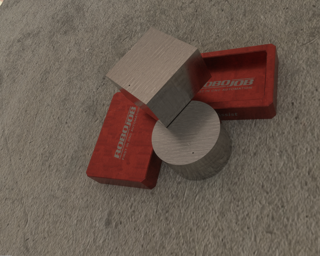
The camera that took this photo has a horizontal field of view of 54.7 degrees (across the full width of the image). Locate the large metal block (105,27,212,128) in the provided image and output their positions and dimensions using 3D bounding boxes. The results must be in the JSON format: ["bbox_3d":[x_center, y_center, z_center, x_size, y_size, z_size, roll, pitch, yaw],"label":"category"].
[{"bbox_3d":[-0.002,-0.061,0.361,0.080,0.050,0.080,-48,51,-6],"label":"large metal block"}]

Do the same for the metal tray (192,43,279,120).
[{"bbox_3d":[0.079,-0.055,0.394,0.130,0.030,0.090,-1,61,27],"label":"metal tray"}]

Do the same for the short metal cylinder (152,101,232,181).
[{"bbox_3d":[0.038,0.015,0.360,0.080,0.050,0.080,-13,56,21],"label":"short metal cylinder"}]

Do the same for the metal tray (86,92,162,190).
[{"bbox_3d":[-0.036,0.012,0.415,0.090,0.030,0.130,1,62,28],"label":"metal tray"}]

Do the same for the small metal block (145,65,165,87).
[{"bbox_3d":[-0.006,-0.061,0.430,0.050,0.050,0.025,1,62,28],"label":"small metal block"}]
